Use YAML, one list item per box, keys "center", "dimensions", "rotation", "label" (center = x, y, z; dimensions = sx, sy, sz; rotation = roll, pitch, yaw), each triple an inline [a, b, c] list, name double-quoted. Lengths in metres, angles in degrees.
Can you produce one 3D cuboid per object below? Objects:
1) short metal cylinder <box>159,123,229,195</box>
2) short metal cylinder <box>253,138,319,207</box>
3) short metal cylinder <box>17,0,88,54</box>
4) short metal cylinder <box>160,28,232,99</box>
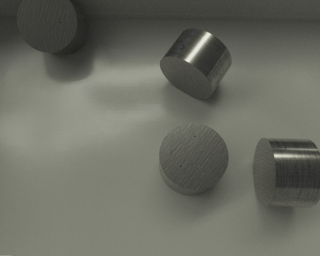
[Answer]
- center: [0.039, 0.040, 0.382]
  dimensions: [0.081, 0.050, 0.080]
  rotation: [0, 70, 0]
  label: "short metal cylinder"
- center: [0.146, 0.052, 0.363]
  dimensions: [0.050, 0.080, 0.080]
  rotation: [1, 70, 0]
  label: "short metal cylinder"
- center: [-0.146, -0.144, 0.429]
  dimensions: [0.080, 0.050, 0.079]
  rotation: [1, 100, 3]
  label: "short metal cylinder"
- center: [0.047, -0.084, 0.412]
  dimensions: [0.080, 0.080, 0.050]
  rotation: [32, 73, 10]
  label: "short metal cylinder"
